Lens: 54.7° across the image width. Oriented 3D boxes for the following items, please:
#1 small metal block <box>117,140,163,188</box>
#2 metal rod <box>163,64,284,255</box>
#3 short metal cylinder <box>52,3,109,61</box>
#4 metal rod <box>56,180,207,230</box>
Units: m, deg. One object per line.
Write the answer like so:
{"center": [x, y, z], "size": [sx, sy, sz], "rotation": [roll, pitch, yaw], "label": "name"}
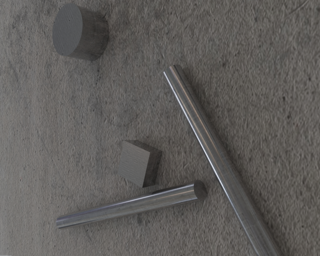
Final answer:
{"center": [-0.028, 0.048, 0.429], "size": [0.050, 0.025, 0.050], "rotation": [21, 103, 38], "label": "small metal block"}
{"center": [0.076, 0.055, 0.342], "size": [0.025, 0.025, 0.299], "rotation": [-39, 67, 33], "label": "metal rod"}
{"center": [-0.127, -0.151, 0.493], "size": [0.080, 0.050, 0.080], "rotation": [0, 90, 40], "label": "short metal cylinder"}
{"center": [-0.062, 0.120, 0.456], "size": [0.299, 0.025, 0.025], "rotation": [-23, 76, 37], "label": "metal rod"}
